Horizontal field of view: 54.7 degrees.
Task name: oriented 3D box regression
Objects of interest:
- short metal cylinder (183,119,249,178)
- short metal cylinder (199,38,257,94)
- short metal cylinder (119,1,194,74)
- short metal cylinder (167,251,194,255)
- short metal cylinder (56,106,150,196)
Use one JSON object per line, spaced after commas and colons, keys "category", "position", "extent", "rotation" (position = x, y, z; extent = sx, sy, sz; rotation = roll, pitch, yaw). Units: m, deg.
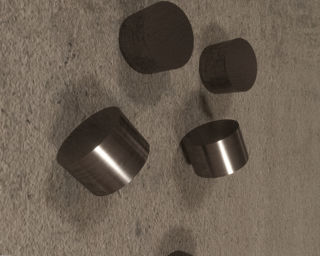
{"category": "short metal cylinder", "position": [0.079, 0.028, 0.437], "extent": [0.081, 0.080, 0.050], "rotation": [-34, 112, -35]}
{"category": "short metal cylinder", "position": [0.106, -0.094, 0.480], "extent": [0.081, 0.050, 0.079], "rotation": [0, 90, -40]}
{"category": "short metal cylinder", "position": [-0.004, -0.110, 0.387], "extent": [0.081, 0.050, 0.079], "rotation": [0, 90, -40]}
{"category": "short metal cylinder", "position": [0.037, 0.216, 0.422], "extent": [0.081, 0.050, 0.079], "rotation": [0, 90, -40]}
{"category": "short metal cylinder", "position": [-0.058, 0.023, 0.322], "extent": [0.050, 0.080, 0.080], "rotation": [52, 59, -28]}
